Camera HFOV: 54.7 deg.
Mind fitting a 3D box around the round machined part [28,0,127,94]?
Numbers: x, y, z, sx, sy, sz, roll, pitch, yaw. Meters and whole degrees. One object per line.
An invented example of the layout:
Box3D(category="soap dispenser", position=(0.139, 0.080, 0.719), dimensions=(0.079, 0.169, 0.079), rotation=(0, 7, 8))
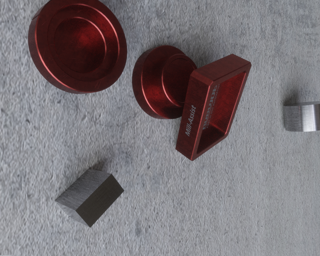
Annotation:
Box3D(category="round machined part", position=(-0.087, -0.084, 0.322), dimensions=(0.099, 0.042, 0.097), rotation=(0, 90, -40))

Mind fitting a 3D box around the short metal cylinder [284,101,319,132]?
Box3D(category="short metal cylinder", position=(0.291, -0.024, 0.617), dimensions=(0.081, 0.080, 0.050), rotation=(-12, 98, -40))

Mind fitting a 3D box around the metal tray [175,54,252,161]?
Box3D(category="metal tray", position=(0.070, -0.026, 0.418), dimensions=(0.091, 0.030, 0.129), rotation=(-29, 142, -37))

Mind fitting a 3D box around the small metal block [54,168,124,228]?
Box3D(category="small metal block", position=(-0.075, 0.072, 0.327), dimensions=(0.050, 0.050, 0.025), rotation=(-46, 118, -30))

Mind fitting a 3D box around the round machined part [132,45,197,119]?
Box3D(category="round machined part", position=(0.015, -0.061, 0.409), dimensions=(0.099, 0.042, 0.097), rotation=(0, 90, -40))
